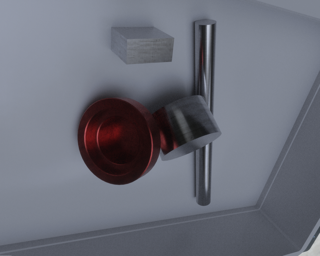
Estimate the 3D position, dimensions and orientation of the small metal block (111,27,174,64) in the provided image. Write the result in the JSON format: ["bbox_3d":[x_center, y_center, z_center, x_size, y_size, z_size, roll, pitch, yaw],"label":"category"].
[{"bbox_3d":[-0.020,-0.089,0.328,0.050,0.050,0.025,-9,123,-24],"label":"small metal block"}]

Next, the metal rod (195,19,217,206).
[{"bbox_3d":[0.064,0.000,0.445,0.025,0.025,0.298,-18,126,-19],"label":"metal rod"}]

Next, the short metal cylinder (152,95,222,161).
[{"bbox_3d":[0.029,0.001,0.386,0.080,0.050,0.080,-22,165,-6],"label":"short metal cylinder"}]

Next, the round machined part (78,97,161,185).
[{"bbox_3d":[-0.043,0.013,0.359,0.042,0.098,0.097,-17,135,-64],"label":"round machined part"}]
